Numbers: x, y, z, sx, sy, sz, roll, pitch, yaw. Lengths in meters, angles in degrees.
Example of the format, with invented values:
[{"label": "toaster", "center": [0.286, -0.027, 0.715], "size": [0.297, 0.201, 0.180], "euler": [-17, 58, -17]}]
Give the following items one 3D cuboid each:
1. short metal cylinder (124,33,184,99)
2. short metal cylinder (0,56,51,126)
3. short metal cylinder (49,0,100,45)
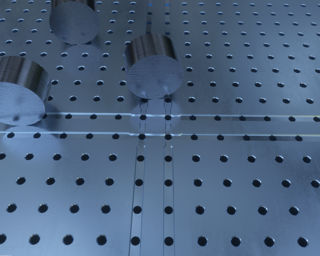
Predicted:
[{"label": "short metal cylinder", "center": [-0.010, -0.088, 0.445], "size": [0.081, 0.080, 0.050], "euler": [-6, 51, -6]}, {"label": "short metal cylinder", "center": [-0.190, -0.048, 0.409], "size": [0.081, 0.080, 0.050], "euler": [-2, 50, -3]}, {"label": "short metal cylinder", "center": [-0.146, -0.192, 0.531], "size": [0.081, 0.080, 0.050], "euler": [-9, 51, -8]}]
